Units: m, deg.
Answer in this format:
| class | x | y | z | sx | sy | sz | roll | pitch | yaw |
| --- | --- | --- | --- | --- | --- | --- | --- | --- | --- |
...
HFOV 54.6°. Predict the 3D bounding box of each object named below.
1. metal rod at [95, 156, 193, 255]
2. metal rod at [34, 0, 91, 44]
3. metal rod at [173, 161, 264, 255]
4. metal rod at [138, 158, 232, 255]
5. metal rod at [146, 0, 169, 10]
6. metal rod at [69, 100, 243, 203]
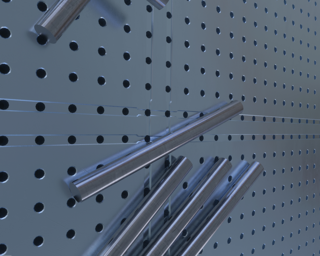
| class | x | y | z | sx | sy | sz | roll | pitch | yaw |
| --- | --- | --- | --- | --- | --- | --- | --- | --- | --- |
| metal rod | -0.054 | 0.143 | 0.363 | 0.301 | 0.025 | 0.025 | -47 | 118 | -30 |
| metal rod | -0.047 | -0.215 | 0.368 | 0.025 | 0.025 | 0.300 | 44 | 64 | -31 |
| metal rod | 0.075 | 0.149 | 0.470 | 0.302 | 0.025 | 0.025 | -39 | 114 | -33 |
| metal rod | 0.010 | 0.144 | 0.416 | 0.301 | 0.025 | 0.025 | -43 | 116 | -31 |
| metal rod | -0.110 | -0.213 | 0.293 | 0.301 | 0.025 | 0.025 | 28 | 72 | -29 |
| metal rod | 0.018 | 0.017 | 0.423 | 0.302 | 0.025 | 0.025 | -25 | 106 | -37 |
